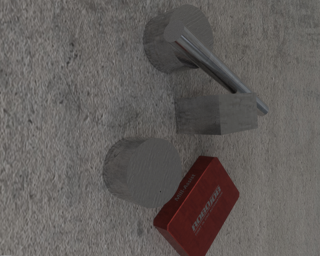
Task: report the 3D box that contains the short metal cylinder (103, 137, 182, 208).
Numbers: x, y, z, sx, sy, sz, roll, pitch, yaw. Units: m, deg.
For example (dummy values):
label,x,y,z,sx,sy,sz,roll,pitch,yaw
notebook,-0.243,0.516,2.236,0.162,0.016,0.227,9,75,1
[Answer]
label,x,y,z,sx,sy,sz,roll,pitch,yaw
short metal cylinder,-0.020,0.051,0.371,0.081,0.050,0.080,0,90,-40

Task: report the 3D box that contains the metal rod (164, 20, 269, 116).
label,x,y,z,sx,sy,sz,roll,pitch,yaw
metal rod,0.099,-0.067,0.440,0.301,0.025,0.025,22,76,-53

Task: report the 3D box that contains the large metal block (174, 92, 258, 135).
label,x,y,z,sx,sy,sz,roll,pitch,yaw
large metal block,0.078,-0.021,0.434,0.081,0.080,0.050,-8,95,-40

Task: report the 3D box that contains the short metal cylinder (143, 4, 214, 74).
label,x,y,z,sx,sy,sz,roll,pitch,yaw
short metal cylinder,0.025,-0.115,0.409,0.081,0.050,0.080,0,90,-40

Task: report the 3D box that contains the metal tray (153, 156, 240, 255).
label,x,y,z,sx,sy,sz,roll,pitch,yaw
metal tray,0.058,0.115,0.450,0.130,0.030,0.090,-50,119,-28
